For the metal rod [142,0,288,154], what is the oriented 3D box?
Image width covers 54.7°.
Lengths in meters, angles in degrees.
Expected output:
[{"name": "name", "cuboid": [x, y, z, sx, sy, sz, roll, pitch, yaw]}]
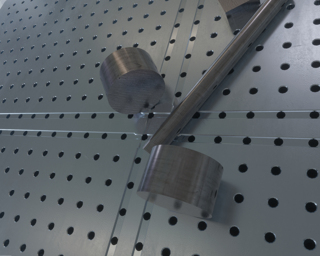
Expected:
[{"name": "metal rod", "cuboid": [0.082, -0.081, 0.414, 0.025, 0.025, 0.300, 34, 80, 38]}]

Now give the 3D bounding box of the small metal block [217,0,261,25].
[{"name": "small metal block", "cuboid": [0.116, -0.189, 0.463, 0.050, 0.025, 0.050, -24, 53, 13]}]

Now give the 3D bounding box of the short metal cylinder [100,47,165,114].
[{"name": "short metal cylinder", "cuboid": [-0.039, -0.065, 0.433, 0.080, 0.080, 0.050, -31, 52, 8]}]

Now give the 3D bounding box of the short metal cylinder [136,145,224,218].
[{"name": "short metal cylinder", "cuboid": [0.021, 0.057, 0.327, 0.080, 0.080, 0.050, 5, 65, 30]}]
